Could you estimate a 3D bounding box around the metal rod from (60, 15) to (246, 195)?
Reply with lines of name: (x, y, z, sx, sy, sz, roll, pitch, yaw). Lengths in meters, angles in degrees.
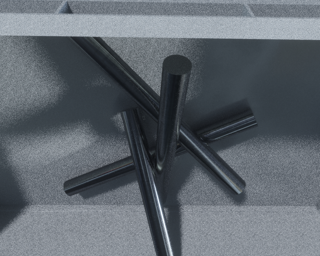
metal rod: (0.008, -0.012, 0.374, 0.025, 0.025, 0.300, -35, 115, 26)

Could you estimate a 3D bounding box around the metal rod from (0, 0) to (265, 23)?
metal rod: (-0.051, -0.115, 0.298, 0.302, 0.025, 0.025, -2, 130, -4)

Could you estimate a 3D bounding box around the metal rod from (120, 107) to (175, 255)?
metal rod: (-0.005, 0.119, 0.420, 0.025, 0.025, 0.298, -11, 101, 9)

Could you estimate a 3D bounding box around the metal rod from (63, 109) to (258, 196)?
metal rod: (-0.011, 0.041, 0.443, 0.300, 0.025, 0.025, -22, 127, 17)

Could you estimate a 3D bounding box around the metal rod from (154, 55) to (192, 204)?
metal rod: (0.007, 0.031, 0.386, 0.025, 0.025, 0.298, 2, 145, -2)
